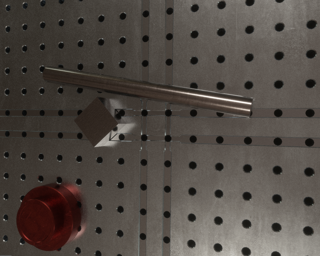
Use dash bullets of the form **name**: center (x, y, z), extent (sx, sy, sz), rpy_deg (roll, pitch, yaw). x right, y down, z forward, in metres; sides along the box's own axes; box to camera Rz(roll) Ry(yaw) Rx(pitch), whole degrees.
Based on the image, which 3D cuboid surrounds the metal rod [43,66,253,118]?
- **metal rod**: center (-0.029, -0.053, 0.421), extent (0.301, 0.025, 0.025), rpy_deg (12, 94, 19)

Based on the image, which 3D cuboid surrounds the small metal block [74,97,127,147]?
- **small metal block**: center (-0.085, -0.008, 0.441), extent (0.050, 0.025, 0.050), rpy_deg (-43, 77, 14)

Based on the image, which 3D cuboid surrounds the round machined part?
- **round machined part**: center (-0.173, 0.136, 0.463), extent (0.098, 0.042, 0.097), rpy_deg (0, 90, 19)
